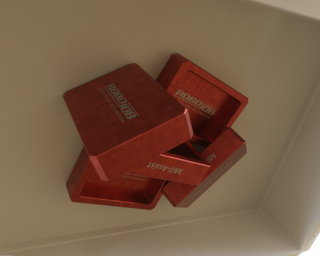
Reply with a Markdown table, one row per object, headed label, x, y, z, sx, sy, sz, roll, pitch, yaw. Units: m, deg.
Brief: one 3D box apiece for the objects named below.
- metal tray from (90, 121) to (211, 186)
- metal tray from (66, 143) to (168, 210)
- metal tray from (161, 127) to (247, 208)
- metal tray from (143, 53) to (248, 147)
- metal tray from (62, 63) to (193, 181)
| label | x | y | z | sx | sy | sz | roll | pitch | yaw |
| --- | --- | --- | --- | --- | --- | --- | --- | --- | --- |
| metal tray | -0.013 | 0.023 | 0.371 | 0.131 | 0.090 | 0.030 | 17 | 110 | -35 |
| metal tray | -0.046 | 0.061 | 0.416 | 0.131 | 0.030 | 0.089 | 17 | 109 | -35 |
| metal tray | 0.069 | 0.062 | 0.456 | 0.130 | 0.030 | 0.090 | -43 | 158 | 2 |
| metal tray | 0.048 | -0.030 | 0.413 | 0.131 | 0.030 | 0.090 | 23 | 106 | -37 |
| metal tray | -0.038 | -0.015 | 0.308 | 0.091 | 0.130 | 0.030 | -26 | 128 | -12 |
